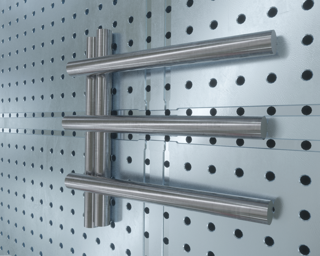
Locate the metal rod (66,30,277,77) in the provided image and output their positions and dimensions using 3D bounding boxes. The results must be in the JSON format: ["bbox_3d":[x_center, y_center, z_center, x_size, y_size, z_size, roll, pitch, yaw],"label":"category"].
[{"bbox_3d":[-0.010,-0.089,0.396,0.300,0.025,0.025,1,91,33],"label":"metal rod"}]

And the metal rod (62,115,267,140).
[{"bbox_3d":[-0.018,-0.004,0.402,0.300,0.025,0.025,2,91,33],"label":"metal rod"}]

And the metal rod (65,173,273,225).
[{"bbox_3d":[-0.013,0.084,0.399,0.300,0.025,0.025,1,91,33],"label":"metal rod"}]

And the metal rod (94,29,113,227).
[{"bbox_3d":[-0.088,0.000,0.478,0.025,0.025,0.298,1,91,39],"label":"metal rod"}]

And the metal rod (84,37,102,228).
[{"bbox_3d":[-0.107,0.007,0.494,0.025,0.025,0.298,1,91,39],"label":"metal rod"}]
